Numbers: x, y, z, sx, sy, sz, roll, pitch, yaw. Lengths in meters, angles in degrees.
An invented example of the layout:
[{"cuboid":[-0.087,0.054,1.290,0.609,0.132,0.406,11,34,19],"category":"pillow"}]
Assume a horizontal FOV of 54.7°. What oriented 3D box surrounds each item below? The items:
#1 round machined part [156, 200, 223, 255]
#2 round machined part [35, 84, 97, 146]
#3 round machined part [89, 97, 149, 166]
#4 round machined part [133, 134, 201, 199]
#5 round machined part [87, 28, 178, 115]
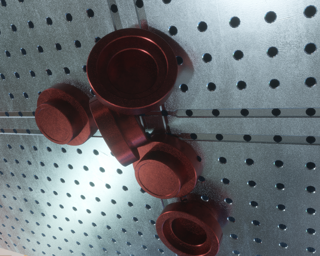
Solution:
[{"cuboid":[0.047,0.149,0.467,0.098,0.042,0.097,13,124,20],"category":"round machined part"},{"cuboid":[-0.147,-0.014,0.467,0.098,0.042,0.097,13,124,20],"category":"round machined part"},{"cuboid":[-0.048,-0.003,0.398,0.042,0.098,0.098,-27,107,0],"category":"round machined part"},{"cuboid":[0.004,0.060,0.434,0.098,0.042,0.097,13,124,20],"category":"round machined part"},{"cuboid":[-0.031,-0.061,0.354,0.098,0.098,0.042,32,164,6],"category":"round machined part"}]
